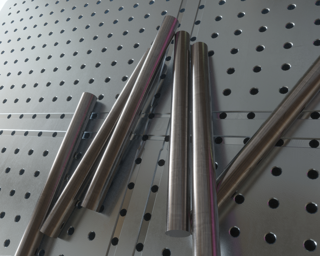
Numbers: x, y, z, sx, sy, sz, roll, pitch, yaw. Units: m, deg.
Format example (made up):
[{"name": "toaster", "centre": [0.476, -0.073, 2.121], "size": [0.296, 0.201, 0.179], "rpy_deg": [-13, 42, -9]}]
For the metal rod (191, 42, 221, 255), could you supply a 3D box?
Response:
[{"name": "metal rod", "centre": [0.049, 0.004, 0.359], "size": [0.025, 0.025, 0.300], "rpy_deg": [-13, 49, 21]}]

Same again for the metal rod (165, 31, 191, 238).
[{"name": "metal rod", "centre": [0.026, -0.018, 0.390], "size": [0.025, 0.025, 0.300], "rpy_deg": [-12, 51, 21]}]

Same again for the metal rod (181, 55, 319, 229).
[{"name": "metal rod", "centre": [0.129, -0.004, 0.343], "size": [0.300, 0.025, 0.025], "rpy_deg": [-49, 51, -6]}]

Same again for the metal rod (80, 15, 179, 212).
[{"name": "metal rod", "centre": [-0.036, -0.031, 0.435], "size": [0.025, 0.025, 0.300], "rpy_deg": [11, 71, 33]}]

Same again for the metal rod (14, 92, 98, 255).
[{"name": "metal rod", "centre": [-0.150, 0.081, 0.438], "size": [0.025, 0.025, 0.300], "rpy_deg": [2, 62, 29]}]

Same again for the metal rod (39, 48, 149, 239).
[{"name": "metal rod", "centre": [-0.077, 0.010, 0.443], "size": [0.025, 0.025, 0.300], "rpy_deg": [16, 70, 34]}]
